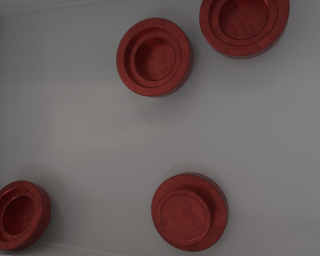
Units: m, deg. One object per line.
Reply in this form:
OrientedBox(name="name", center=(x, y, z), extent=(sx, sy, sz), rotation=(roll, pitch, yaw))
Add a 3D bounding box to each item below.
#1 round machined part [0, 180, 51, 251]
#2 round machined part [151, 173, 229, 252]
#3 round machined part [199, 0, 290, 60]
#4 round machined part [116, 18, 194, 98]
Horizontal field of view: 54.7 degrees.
OrientedBox(name="round machined part", center=(-0.204, 0.131, 0.461), extent=(0.098, 0.042, 0.098), rotation=(-8, 64, 16))
OrientedBox(name="round machined part", center=(0.034, 0.107, 0.389), extent=(0.098, 0.042, 0.097), rotation=(0, 90, 20))
OrientedBox(name="round machined part", center=(0.099, -0.129, 0.366), extent=(0.098, 0.042, 0.097), rotation=(0, 90, 20))
OrientedBox(name="round machined part", center=(-0.003, -0.088, 0.403), extent=(0.098, 0.042, 0.097), rotation=(0, 90, 20))
